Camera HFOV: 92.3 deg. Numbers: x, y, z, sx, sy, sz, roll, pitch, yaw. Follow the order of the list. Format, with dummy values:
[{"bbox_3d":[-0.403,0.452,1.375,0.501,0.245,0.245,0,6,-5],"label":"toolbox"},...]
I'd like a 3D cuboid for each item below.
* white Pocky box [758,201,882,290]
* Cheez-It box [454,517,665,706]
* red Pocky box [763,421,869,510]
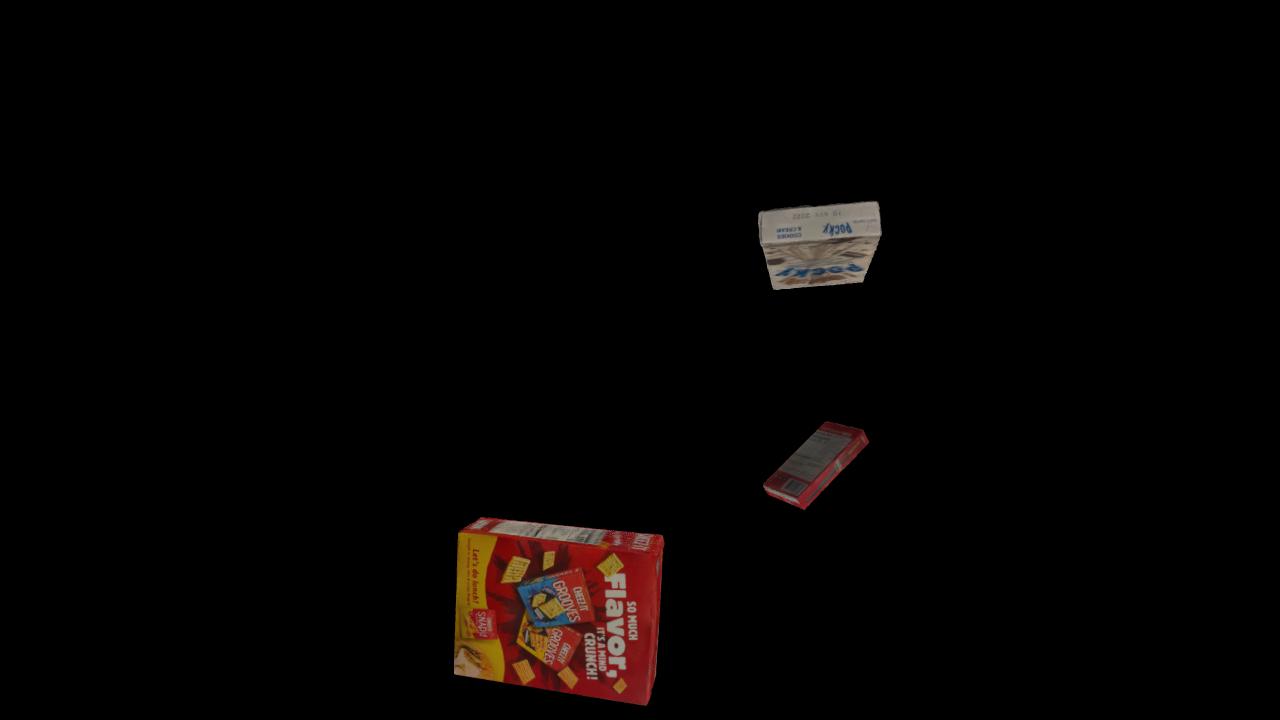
[{"bbox_3d":[0.143,-0.088,0.498,0.084,0.028,0.154,-3,-7,15],"label":"white Pocky box"},{"bbox_3d":[-0.089,0.271,0.683,0.223,0.166,0.071,3,4,9],"label":"Cheez-It box"},{"bbox_3d":[0.266,0.157,0.930,0.155,0.028,0.083,-40,19,-18],"label":"red Pocky box"}]
